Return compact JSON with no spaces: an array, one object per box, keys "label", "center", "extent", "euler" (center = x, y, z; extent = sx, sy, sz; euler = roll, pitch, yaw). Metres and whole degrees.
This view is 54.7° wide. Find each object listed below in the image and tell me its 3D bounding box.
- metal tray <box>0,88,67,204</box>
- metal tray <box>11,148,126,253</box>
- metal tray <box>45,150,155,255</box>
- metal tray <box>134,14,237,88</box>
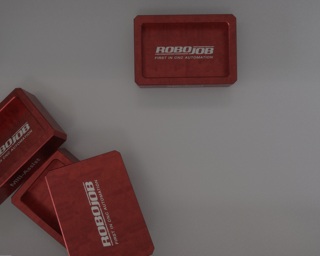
[{"label":"metal tray","center":[-0.194,0.024,0.392],"extent":[0.130,0.030,0.090],"euler":[-45,69,0]},{"label":"metal tray","center":[-0.113,0.100,0.407],"extent":[0.130,0.030,0.090],"euler":[40,90,0]},{"label":"metal tray","center":[-0.072,0.101,0.367],"extent":[0.091,0.030,0.130],"euler":[-17,77,-21]},{"label":"metal tray","center":[0.033,-0.100,0.408],"extent":[0.131,0.030,0.089],"euler":[-1,90,0]}]
